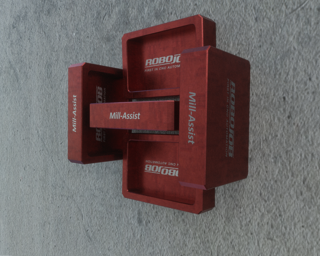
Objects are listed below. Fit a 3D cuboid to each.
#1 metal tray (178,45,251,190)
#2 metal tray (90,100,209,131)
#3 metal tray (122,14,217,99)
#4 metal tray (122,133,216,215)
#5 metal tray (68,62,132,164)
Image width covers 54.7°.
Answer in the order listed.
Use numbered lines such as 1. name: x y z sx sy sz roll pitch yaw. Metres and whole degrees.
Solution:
1. metal tray: 0.058 -0.009 0.316 0.030 0.091 0.129 2 91 40
2. metal tray: -0.010 -0.015 0.374 0.130 0.091 0.030 2 93 40
3. metal tray: 0.008 -0.084 0.397 0.130 0.030 0.089 1 93 40
4. metal tray: 0.007 0.052 0.399 0.130 0.030 0.089 1 90 40
5. metal tray: -0.081 -0.019 0.431 0.030 0.091 0.129 2 92 40
